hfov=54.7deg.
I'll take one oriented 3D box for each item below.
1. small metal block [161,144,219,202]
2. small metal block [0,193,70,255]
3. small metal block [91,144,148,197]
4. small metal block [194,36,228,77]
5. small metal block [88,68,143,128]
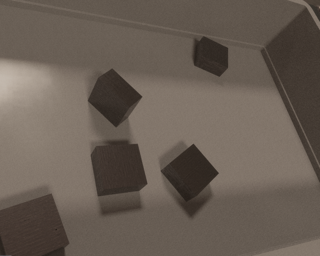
[{"bbox_3d":[0.038,0.056,0.394,0.050,0.025,0.050,-35,82,-39],"label":"small metal block"},{"bbox_3d":[-0.118,0.095,0.285,0.050,0.025,0.050,-15,69,-34],"label":"small metal block"},{"bbox_3d":[-0.047,0.047,0.353,0.050,0.025,0.050,-1,63,-29],"label":"small metal block"},{"bbox_3d":[0.088,-0.122,0.530,0.050,0.025,0.050,20,54,-17],"label":"small metal block"},{"bbox_3d":[-0.056,-0.036,0.382,0.050,0.050,0.025,43,51,1],"label":"small metal block"}]
